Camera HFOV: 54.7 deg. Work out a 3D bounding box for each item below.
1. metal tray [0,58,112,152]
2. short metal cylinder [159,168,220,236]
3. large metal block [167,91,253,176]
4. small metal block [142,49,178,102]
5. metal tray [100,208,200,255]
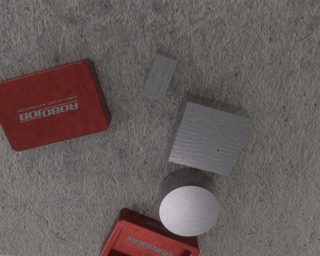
[{"bbox_3d":[-0.138,-0.028,0.395,0.131,0.030,0.089,-14,110,4],"label":"metal tray"},{"bbox_3d":[0.039,0.103,0.435,0.081,0.050,0.079,0,110,0],"label":"short metal cylinder"},{"bbox_3d":[0.060,0.007,0.400,0.080,0.050,0.079,15,109,-6],"label":"large metal block"},{"bbox_3d":[-0.001,-0.065,0.373,0.025,0.050,0.050,19,109,-7],"label":"small metal block"},{"bbox_3d":[-0.017,0.187,0.475,0.131,0.030,0.089,24,108,-9],"label":"metal tray"}]
